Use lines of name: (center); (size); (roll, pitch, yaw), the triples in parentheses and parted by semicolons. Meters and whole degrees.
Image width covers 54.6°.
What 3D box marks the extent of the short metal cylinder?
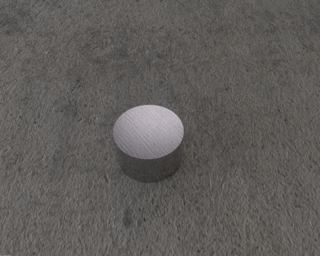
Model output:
short metal cylinder: (-0.013, 0.018, 0.372); (0.080, 0.050, 0.080); (0, 50, 0)
